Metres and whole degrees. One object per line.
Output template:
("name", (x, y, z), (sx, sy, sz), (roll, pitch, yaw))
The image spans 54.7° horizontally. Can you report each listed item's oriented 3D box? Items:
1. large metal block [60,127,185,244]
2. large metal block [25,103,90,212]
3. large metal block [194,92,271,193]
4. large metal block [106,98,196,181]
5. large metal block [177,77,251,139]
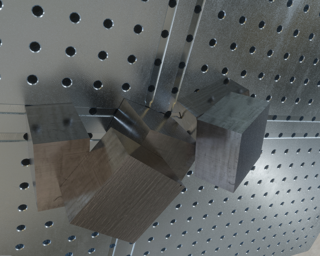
("large metal block", (-0.037, 0.059, 0.307), (0.080, 0.050, 0.080), (-49, 129, 6))
("large metal block", (-0.111, 0.028, 0.332), (0.050, 0.080, 0.079), (-6, 121, -26))
("large metal block", (0.084, 0.014, 0.363), (0.080, 0.050, 0.079), (-37, 137, -42))
("large metal block", (-0.009, 0.014, 0.380), (0.080, 0.080, 0.050), (20, 108, -36))
("large metal block", (0.079, -0.013, 0.432), (0.080, 0.050, 0.080), (-27, 128, -12))
